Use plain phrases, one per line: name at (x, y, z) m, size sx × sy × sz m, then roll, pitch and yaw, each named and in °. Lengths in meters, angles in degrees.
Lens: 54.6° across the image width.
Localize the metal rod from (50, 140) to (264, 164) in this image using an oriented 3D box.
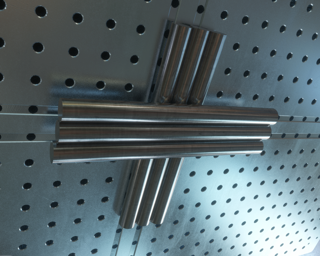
metal rod at (0.017, 0.026, 0.404) m, size 0.302 × 0.025 × 0.025 m, roll 0°, pitch 118°, yaw -29°

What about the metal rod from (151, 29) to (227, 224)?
metal rod at (0.031, 0.015, 0.437) m, size 0.025 × 0.025 × 0.298 m, roll 2°, pitch 118°, yaw -29°

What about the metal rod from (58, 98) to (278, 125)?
metal rod at (0.032, -0.017, 0.385) m, size 0.302 × 0.025 × 0.025 m, roll 0°, pitch 118°, yaw -29°

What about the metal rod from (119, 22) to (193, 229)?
metal rod at (-0.013, 0.014, 0.412) m, size 0.025 × 0.025 × 0.298 m, roll 2°, pitch 118°, yaw -29°

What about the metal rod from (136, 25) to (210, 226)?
metal rod at (0.009, 0.014, 0.424) m, size 0.025 × 0.025 × 0.298 m, roll 2°, pitch 118°, yaw -29°

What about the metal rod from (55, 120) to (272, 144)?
metal rod at (0.026, 0.004, 0.395) m, size 0.302 × 0.025 × 0.025 m, roll 0°, pitch 118°, yaw -29°
